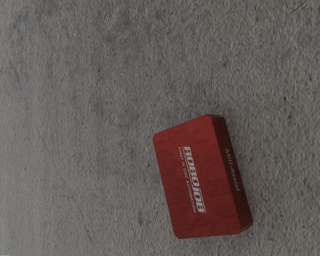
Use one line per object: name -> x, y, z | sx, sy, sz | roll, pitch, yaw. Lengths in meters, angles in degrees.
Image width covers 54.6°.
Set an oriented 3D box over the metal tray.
metal tray -> 0.046, 0.058, 0.365 | 0.090, 0.030, 0.129 | -22, 76, 38
